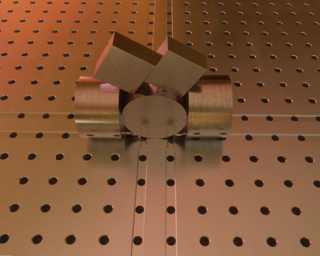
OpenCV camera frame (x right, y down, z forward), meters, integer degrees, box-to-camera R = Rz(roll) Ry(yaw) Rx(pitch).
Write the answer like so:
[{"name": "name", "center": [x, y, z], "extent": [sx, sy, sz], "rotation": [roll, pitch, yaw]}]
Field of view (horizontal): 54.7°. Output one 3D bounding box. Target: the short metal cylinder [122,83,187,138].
[{"name": "short metal cylinder", "center": [-0.006, -0.031, 0.397], "extent": [0.080, 0.080, 0.050], "rotation": [1, 50, 1]}]

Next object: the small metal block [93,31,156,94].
[{"name": "small metal block", "center": [-0.039, -0.071, 0.345], "extent": [0.050, 0.050, 0.025], "rotation": [22, 46, -23]}]

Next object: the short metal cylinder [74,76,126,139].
[{"name": "short metal cylinder", "center": [-0.072, -0.026, 0.392], "extent": [0.050, 0.080, 0.080], "rotation": [1, 50, 1]}]

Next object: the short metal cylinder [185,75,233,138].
[{"name": "short metal cylinder", "center": [0.059, -0.027, 0.394], "extent": [0.050, 0.080, 0.080], "rotation": [0, 50, 1]}]

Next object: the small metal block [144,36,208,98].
[{"name": "small metal block", "center": [0.017, -0.067, 0.348], "extent": [0.050, 0.050, 0.025], "rotation": [21, 46, -23]}]
